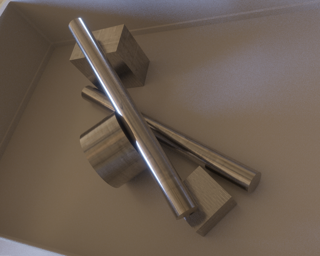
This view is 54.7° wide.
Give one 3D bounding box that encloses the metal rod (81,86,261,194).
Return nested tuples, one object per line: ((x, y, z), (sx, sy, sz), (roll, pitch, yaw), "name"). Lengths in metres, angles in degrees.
((-0.009, 0.000, 0.407), (0.300, 0.025, 0.025), (28, 77, 37), "metal rod")

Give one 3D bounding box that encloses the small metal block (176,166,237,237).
((0.044, 0.078, 0.332), (0.050, 0.025, 0.050), (-44, 51, -3), "small metal block")

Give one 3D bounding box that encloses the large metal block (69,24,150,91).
((-0.073, -0.102, 0.469), (0.080, 0.080, 0.050), (-4, 60, 26), "large metal block")

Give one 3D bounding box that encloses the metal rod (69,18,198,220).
((-0.045, -0.030, 0.370), (0.025, 0.025, 0.299), (-35, 64, 5), "metal rod")

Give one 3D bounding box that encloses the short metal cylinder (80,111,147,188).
((-0.051, 0.025, 0.377), (0.050, 0.080, 0.080), (-35, 52, 5), "short metal cylinder")
